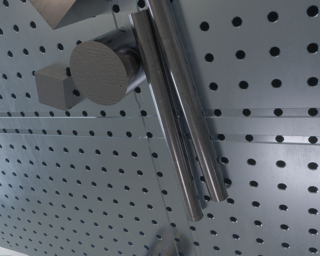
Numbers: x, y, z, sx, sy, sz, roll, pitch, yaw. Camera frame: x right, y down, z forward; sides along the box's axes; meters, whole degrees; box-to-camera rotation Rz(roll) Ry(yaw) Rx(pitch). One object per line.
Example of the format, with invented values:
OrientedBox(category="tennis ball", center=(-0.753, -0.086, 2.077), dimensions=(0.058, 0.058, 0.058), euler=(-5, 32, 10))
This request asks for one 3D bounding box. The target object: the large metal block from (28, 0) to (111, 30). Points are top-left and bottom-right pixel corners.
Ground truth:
OrientedBox(category="large metal block", center=(-0.082, -0.156, 0.323), dimensions=(0.080, 0.080, 0.050), euler=(-32, 101, 38))

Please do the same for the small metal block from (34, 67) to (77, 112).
OrientedBox(category="small metal block", center=(-0.153, -0.058, 0.456), dimensions=(0.050, 0.025, 0.050), euler=(17, 125, 18))

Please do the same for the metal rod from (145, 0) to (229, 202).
OrientedBox(category="metal rod", center=(0.034, -0.037, 0.370), dimensions=(0.025, 0.025, 0.298), euler=(-7, 116, 31))

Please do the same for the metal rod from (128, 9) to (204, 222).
OrientedBox(category="metal rod", center=(0.015, 0.001, 0.404), dimensions=(0.025, 0.025, 0.298), euler=(-2, 118, 29))

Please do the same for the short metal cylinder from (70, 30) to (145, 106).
OrientedBox(category="short metal cylinder", center=(-0.062, -0.074, 0.382), dimensions=(0.080, 0.050, 0.079), euler=(13, 124, 21))

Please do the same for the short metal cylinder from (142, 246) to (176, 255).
OrientedBox(category="short metal cylinder", center=(-0.003, 0.262, 0.559), dimensions=(0.080, 0.050, 0.079), euler=(13, 124, 21))
